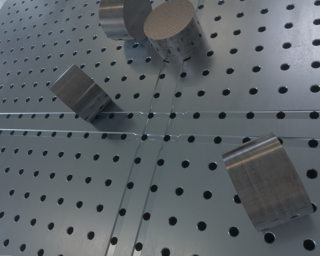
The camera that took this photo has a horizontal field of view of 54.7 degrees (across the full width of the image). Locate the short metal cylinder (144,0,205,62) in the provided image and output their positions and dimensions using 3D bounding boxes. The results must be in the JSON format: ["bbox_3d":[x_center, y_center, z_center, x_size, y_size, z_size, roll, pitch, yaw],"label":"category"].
[{"bbox_3d":[0.022,-0.148,0.471,0.080,0.050,0.080,-13,56,21],"label":"short metal cylinder"}]

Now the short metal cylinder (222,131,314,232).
[{"bbox_3d":[0.099,0.050,0.291,0.050,0.080,0.080,-26,53,12],"label":"short metal cylinder"}]

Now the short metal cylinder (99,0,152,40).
[{"bbox_3d":[-0.055,-0.187,0.517,0.050,0.080,0.080,9,67,32],"label":"short metal cylinder"}]

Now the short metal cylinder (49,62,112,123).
[{"bbox_3d":[-0.119,-0.052,0.468,0.050,0.080,0.080,-47,51,-5],"label":"short metal cylinder"}]
